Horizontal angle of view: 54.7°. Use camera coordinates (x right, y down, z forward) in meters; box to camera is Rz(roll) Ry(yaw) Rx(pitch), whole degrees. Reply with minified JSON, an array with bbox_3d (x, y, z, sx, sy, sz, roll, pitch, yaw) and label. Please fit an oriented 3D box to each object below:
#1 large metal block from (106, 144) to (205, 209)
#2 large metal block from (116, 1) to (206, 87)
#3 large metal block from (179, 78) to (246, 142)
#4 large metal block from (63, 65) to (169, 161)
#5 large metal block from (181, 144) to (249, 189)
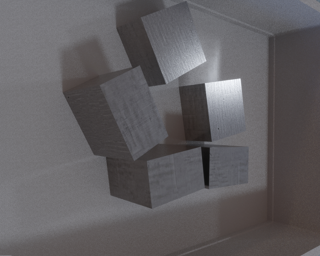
[{"bbox_3d":[-0.006,0.052,0.368,0.081,0.080,0.050,-10,97,-40],"label":"large metal block"},{"bbox_3d":[0.004,-0.106,0.395,0.081,0.050,0.080,-35,112,-35],"label":"large metal block"},{"bbox_3d":[0.079,-0.028,0.459,0.081,0.050,0.079,-13,99,-39],"label":"large metal block"},{"bbox_3d":[-0.048,-0.015,0.332,0.050,0.080,0.080,-35,112,-35],"label":"large metal block"},{"bbox_3d":[0.064,0.049,0.427,0.081,0.080,0.050,2,89,-40],"label":"large metal block"}]
